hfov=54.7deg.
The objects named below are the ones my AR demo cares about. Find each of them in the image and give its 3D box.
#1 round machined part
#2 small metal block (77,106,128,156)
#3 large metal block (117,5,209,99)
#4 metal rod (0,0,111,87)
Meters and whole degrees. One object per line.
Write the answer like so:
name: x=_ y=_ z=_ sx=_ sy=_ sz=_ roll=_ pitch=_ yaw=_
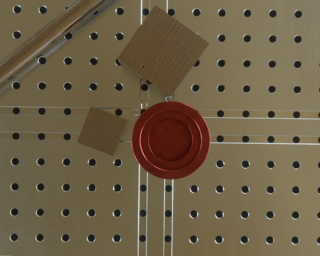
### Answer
round machined part: x=0.013 y=0.015 z=0.405 sx=0.099 sy=0.042 sz=0.097 roll=0 pitch=90 yaw=0
small metal block: x=-0.075 y=0.004 z=0.413 sx=0.050 sy=0.025 sz=0.050 roll=21 pitch=90 yaw=0
large metal block: x=0.004 y=-0.094 z=0.401 sx=0.080 sy=0.050 sz=0.080 roll=35 pitch=90 yaw=0
metal rod: x=-0.149 y=-0.121 z=0.411 sx=0.300 sy=0.025 sz=0.025 roll=-38 pitch=90 yaw=0
